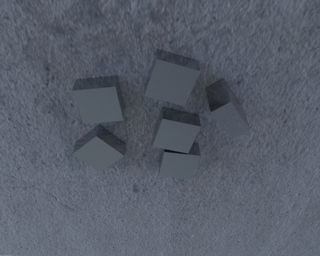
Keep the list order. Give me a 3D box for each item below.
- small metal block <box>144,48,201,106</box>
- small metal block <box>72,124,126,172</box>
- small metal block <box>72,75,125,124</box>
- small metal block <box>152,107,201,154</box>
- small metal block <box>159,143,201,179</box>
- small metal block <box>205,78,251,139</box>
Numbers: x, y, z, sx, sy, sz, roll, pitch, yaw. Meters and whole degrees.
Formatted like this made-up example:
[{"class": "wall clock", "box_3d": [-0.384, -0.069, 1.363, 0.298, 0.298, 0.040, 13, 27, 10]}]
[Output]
[{"class": "small metal block", "box_3d": [0.013, -0.058, 0.358, 0.050, 0.025, 0.050, 13, 129, -12]}, {"class": "small metal block", "box_3d": [-0.084, 0.029, 0.431, 0.050, 0.025, 0.050, -35, 123, 25]}, {"class": "small metal block", "box_3d": [-0.073, -0.034, 0.377, 0.050, 0.025, 0.050, -5, 130, 3]}, {"class": "small metal block", "box_3d": [0.021, 0.004, 0.411, 0.050, 0.025, 0.050, 12, 129, -10]}, {"class": "small metal block", "box_3d": [0.027, 0.046, 0.447, 0.050, 0.025, 0.050, 7, 130, -6]}, {"class": "small metal block", "box_3d": [0.081, -0.024, 0.372, 0.025, 0.050, 0.050, -29, 125, 22]}]
